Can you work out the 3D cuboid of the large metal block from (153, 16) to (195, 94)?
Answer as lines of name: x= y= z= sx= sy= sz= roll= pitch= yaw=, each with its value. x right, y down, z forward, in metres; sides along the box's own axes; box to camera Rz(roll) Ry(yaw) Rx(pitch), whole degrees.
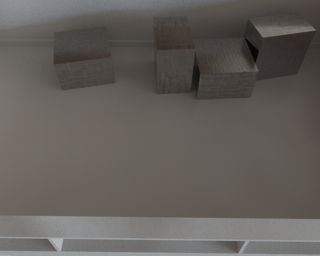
large metal block: x=0.018 y=-0.107 z=0.460 sx=0.050 sy=0.080 sz=0.080 roll=-3 pitch=50 yaw=-3

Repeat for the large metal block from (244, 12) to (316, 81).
large metal block: x=0.174 y=-0.123 z=0.474 sx=0.081 sy=0.080 sz=0.050 roll=-10 pitch=51 yaw=-8

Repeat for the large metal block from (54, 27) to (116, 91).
large metal block: x=-0.116 y=-0.109 z=0.479 sx=0.081 sy=0.050 sz=0.080 roll=-9 pitch=51 yaw=-8

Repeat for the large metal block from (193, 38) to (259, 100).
large metal block: x=0.092 y=-0.090 z=0.465 sx=0.081 sy=0.050 sz=0.080 roll=-3 pitch=50 yaw=-3
